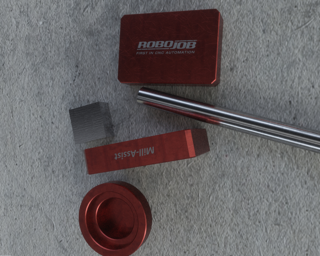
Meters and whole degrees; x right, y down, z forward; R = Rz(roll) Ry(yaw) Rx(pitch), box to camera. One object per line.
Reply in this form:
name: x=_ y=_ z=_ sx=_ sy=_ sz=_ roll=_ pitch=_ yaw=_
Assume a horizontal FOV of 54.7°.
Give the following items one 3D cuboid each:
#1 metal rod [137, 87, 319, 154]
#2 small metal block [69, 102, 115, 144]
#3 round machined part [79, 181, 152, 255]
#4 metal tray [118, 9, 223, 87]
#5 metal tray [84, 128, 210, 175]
metal rod: x=0.112 y=-0.003 z=0.369 sx=0.301 sy=0.025 sz=0.025 roll=16 pitch=96 yaw=18
small metal block: x=-0.097 y=-0.007 z=0.442 sx=0.050 sy=0.025 sz=0.050 roll=-13 pitch=86 yaw=19
round machined part: x=-0.056 y=0.120 z=0.419 sx=0.098 sy=0.042 sz=0.097 roll=0 pitch=90 yaw=19
metal tray: x=0.012 y=-0.101 z=0.401 sx=0.130 sy=0.030 sz=0.089 roll=4 pitch=91 yaw=19
metal tray: x=-0.013 y=0.027 z=0.378 sx=0.130 sy=0.090 sz=0.030 roll=-12 pitch=86 yaw=19
